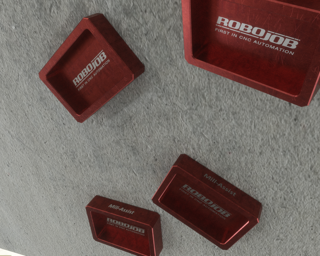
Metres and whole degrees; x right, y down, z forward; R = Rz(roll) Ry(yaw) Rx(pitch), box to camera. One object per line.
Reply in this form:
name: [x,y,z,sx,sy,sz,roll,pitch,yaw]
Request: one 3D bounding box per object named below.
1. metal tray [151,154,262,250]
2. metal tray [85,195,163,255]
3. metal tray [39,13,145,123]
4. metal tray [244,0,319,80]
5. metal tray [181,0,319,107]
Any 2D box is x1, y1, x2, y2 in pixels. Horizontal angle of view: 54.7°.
metal tray: [0.062,0.105,0.435,0.130,0.030,0.089,33,129,6]
metal tray: [-0.062,0.175,0.544,0.130,0.030,0.089,10,123,23]
metal tray: [-0.093,-0.073,0.407,0.130,0.030,0.090,-32,101,38]
metal tray: [0.137,-0.110,0.263,0.130,0.030,0.090,45,129,-3]
metal tray: [0.082,-0.081,0.273,0.130,0.030,0.090,28,149,27]
